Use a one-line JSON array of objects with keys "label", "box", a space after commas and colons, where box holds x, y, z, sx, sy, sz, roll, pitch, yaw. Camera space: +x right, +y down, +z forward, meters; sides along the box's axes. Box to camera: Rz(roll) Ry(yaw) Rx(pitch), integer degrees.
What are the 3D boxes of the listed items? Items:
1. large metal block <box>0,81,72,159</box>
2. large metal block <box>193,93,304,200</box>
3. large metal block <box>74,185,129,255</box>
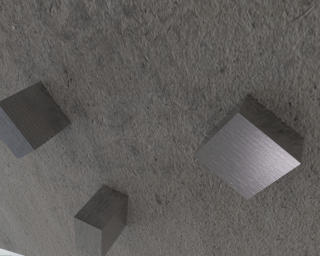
[{"label": "large metal block", "box": [-0.198, -0.013, 0.468, 0.050, 0.080, 0.080, -23, 106, 36]}, {"label": "large metal block", "box": [0.100, 0.022, 0.352, 0.080, 0.050, 0.080, 40, 129, 1]}, {"label": "large metal block", "box": [-0.097, 0.157, 0.520, 0.050, 0.080, 0.079, 20, 126, 17]}]
